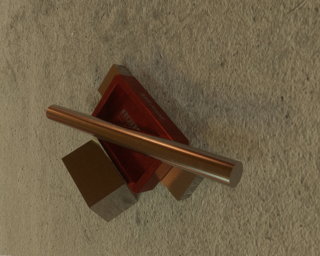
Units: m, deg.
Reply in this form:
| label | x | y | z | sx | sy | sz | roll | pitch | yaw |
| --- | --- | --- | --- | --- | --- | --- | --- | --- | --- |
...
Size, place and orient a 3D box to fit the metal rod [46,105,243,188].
| label | x | y | z | sx | sy | sz | roll | pitch | yaw |
| --- | --- | --- | --- | --- | --- | --- | --- | --- | --- |
| metal rod | -0.045 | 0.009 | 0.370 | 0.300 | 0.025 | 0.025 | 16 | 100 | 38 |

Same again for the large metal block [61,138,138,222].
| label | x | y | z | sx | sy | sz | roll | pitch | yaw |
| --- | --- | --- | --- | --- | --- | --- | --- | --- | --- |
| large metal block | -0.080 | 0.073 | 0.423 | 0.050 | 0.080 | 0.080 | -34 | 62 | -10 |

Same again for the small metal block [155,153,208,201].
| label | x | y | z | sx | sy | sz | roll | pitch | yaw |
| --- | --- | --- | --- | --- | --- | --- | --- | --- | --- |
| small metal block | 0.026 | 0.053 | 0.383 | 0.050 | 0.025 | 0.050 | 46 | 117 | 30 |

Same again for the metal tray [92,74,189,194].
| label | x | y | z | sx | sy | sz | roll | pitch | yaw |
| --- | --- | --- | --- | --- | --- | --- | --- | --- | --- |
| metal tray | -0.033 | 0.005 | 0.395 | 0.130 | 0.030 | 0.090 | 51 | 120 | 27 |

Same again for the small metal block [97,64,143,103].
| label | x | y | z | sx | sy | sz | roll | pitch | yaw |
| --- | --- | --- | --- | --- | --- | --- | --- | --- | --- |
| small metal block | -0.058 | -0.057 | 0.452 | 0.050 | 0.025 | 0.050 | 52 | 120 | 27 |
